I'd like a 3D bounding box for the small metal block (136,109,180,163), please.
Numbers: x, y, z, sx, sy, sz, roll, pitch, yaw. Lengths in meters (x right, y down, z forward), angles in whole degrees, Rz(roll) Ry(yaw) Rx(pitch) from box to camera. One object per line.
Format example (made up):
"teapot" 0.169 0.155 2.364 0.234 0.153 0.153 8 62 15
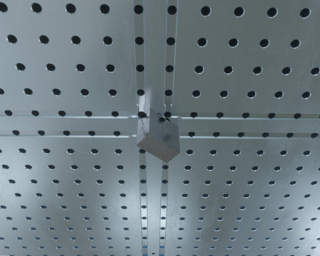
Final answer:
"small metal block" -0.002 0.010 0.404 0.050 0.050 0.025 33 123 -25
